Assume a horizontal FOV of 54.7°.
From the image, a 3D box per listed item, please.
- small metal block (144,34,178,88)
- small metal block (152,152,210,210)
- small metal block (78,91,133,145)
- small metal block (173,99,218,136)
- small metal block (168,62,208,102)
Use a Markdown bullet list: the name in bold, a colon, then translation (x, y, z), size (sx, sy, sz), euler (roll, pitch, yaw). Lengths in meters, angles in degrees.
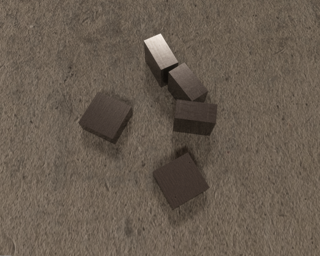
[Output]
- **small metal block**: translation (0.001, -0.092, 0.429), size (0.025, 0.050, 0.050), euler (-26, 72, -9)
- **small metal block**: translation (0.025, 0.066, 0.384), size (0.050, 0.025, 0.050), euler (-28, 73, -10)
- **small metal block**: translation (-0.071, -0.013, 0.412), size (0.050, 0.025, 0.050), euler (25, 72, 8)
- **small metal block**: translation (0.044, -0.012, 0.400), size (0.050, 0.050, 0.025), euler (7, 70, 2)
- **small metal block**: translation (0.035, -0.051, 0.414), size (0.025, 0.050, 0.050), euler (-33, 74, -11)
